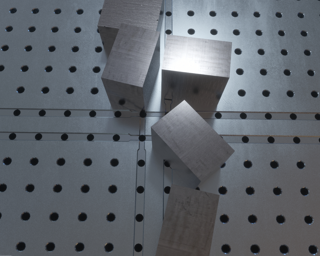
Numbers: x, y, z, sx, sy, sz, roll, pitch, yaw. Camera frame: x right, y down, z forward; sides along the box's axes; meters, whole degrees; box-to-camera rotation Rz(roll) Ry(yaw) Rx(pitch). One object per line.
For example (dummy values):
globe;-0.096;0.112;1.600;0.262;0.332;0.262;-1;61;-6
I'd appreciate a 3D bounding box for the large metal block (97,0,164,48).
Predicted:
large metal block;-0.039;-0.162;0.457;0.080;0.050;0.080;9;70;3

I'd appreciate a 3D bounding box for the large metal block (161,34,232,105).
large metal block;0.045;-0.074;0.410;0.080;0.080;0.050;7;70;2

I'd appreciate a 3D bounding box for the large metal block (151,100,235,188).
large metal block;0.035;0.025;0.374;0.050;0.080;0.080;-39;75;-13

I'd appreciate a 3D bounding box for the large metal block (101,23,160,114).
large metal block;-0.034;-0.076;0.410;0.050;0.080;0.080;14;71;5

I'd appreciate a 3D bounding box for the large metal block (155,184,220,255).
large metal block;0.027;0.113;0.342;0.050;0.080;0.080;13;71;4
